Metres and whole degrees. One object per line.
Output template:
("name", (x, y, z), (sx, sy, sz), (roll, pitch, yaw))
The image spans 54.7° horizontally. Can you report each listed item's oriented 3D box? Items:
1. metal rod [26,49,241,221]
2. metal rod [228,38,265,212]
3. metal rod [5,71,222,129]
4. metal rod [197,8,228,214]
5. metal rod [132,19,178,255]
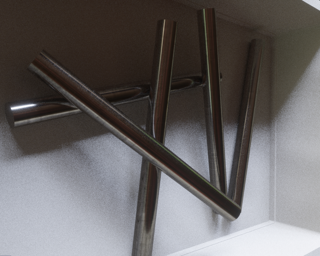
("metal rod", (-0.010, 0.024, 0.347), (0.301, 0.025, 0.025), (40, 66, -24))
("metal rod", (0.148, -0.009, 0.529), (0.025, 0.025, 0.299), (18, 79, -39))
("metal rod", (-0.027, -0.045, 0.383), (0.302, 0.025, 0.025), (-17, 101, -39))
("metal rod", (0.078, -0.013, 0.447), (0.025, 0.025, 0.298), (-20, 110, -38))
("metal rod", (-0.007, 0.023, 0.377), (0.025, 0.025, 0.298), (3, 95, -40))
